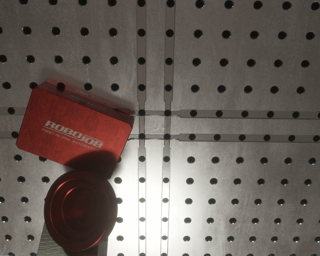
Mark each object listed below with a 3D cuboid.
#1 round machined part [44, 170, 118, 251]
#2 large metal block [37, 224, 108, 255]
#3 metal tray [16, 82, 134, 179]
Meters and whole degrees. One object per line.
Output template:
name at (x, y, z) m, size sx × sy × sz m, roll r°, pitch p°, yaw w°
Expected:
round machined part at (-0.097, 0.105, 0.402) m, size 0.098 × 0.042 × 0.097 m, roll -4°, pitch 79°, yaw 21°
large metal block at (-0.119, 0.162, 0.435) m, size 0.080 × 0.080 × 0.050 m, roll -6°, pitch 135°, yaw 2°
metal tray at (-0.111, 0.006, 0.411) m, size 0.131 × 0.030 × 0.089 m, roll 22°, pitch 108°, yaw -9°
